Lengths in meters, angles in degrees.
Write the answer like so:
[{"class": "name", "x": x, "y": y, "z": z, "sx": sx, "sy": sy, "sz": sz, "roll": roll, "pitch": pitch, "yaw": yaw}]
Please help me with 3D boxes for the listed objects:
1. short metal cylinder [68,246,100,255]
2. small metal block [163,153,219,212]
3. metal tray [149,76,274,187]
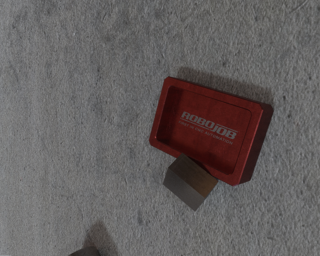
[{"class": "short metal cylinder", "x": -0.123, "y": 0.226, "z": 0.471, "sx": 0.050, "sy": 0.081, "sz": 0.080, "roll": 52, "pitch": 120, "yaw": 27}, {"class": "small metal block", "x": 0.033, "y": 0.063, "z": 0.354, "sx": 0.050, "sy": 0.025, "sz": 0.050, "roll": 38, "pitch": 152, "yaw": 16}, {"class": "metal tray", "x": 0.052, "y": -0.001, "z": 0.358, "sx": 0.130, "sy": 0.030, "sz": 0.089, "roll": 24, "pitch": 105, "yaw": 37}]
